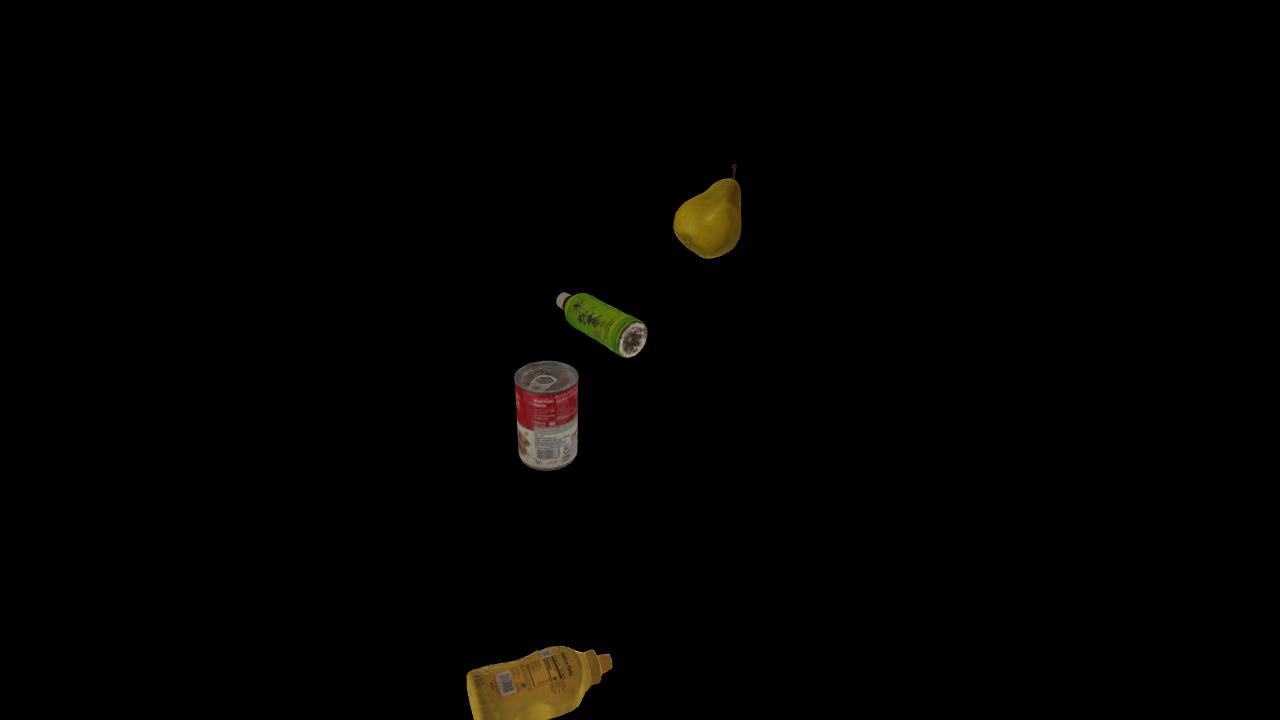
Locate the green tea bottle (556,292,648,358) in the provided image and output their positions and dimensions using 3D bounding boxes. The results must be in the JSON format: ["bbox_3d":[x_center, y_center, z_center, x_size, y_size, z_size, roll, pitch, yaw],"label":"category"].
[{"bbox_3d":[-0.077,-0.074,1.100,0.073,0.073,0.212,0,23,-43],"label":"green tea bottle"}]

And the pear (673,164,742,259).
[{"bbox_3d":[0.094,-0.175,0.724,0.080,0.111,0.080,39,0,0],"label":"pear"}]

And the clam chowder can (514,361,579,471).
[{"bbox_3d":[-0.101,0.061,0.671,0.068,0.102,0.068,2,28,-1],"label":"clam chowder can"}]

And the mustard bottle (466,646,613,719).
[{"bbox_3d":[-0.120,0.412,0.784,0.184,0.054,0.092,-7,20,-26],"label":"mustard bottle"}]
